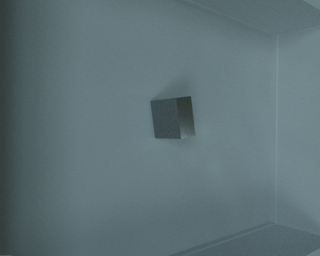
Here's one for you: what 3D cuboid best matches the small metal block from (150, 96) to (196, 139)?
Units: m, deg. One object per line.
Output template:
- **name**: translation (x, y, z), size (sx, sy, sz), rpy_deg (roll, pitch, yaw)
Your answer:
- **small metal block**: translation (0.016, -0.013, 0.398), size (0.025, 0.050, 0.050), rpy_deg (-11, 97, -39)
